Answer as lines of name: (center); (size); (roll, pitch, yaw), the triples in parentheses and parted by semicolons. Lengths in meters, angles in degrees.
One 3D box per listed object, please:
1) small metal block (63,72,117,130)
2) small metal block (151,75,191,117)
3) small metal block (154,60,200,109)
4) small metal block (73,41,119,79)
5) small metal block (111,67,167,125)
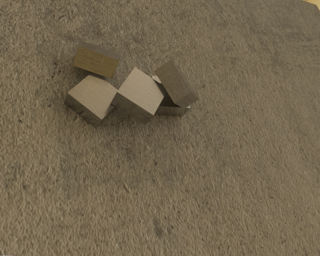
small metal block: (-0.081, -0.035, 0.384); (0.050, 0.025, 0.050); (39, 51, -3)
small metal block: (0.010, -0.044, 0.440); (0.050, 0.025, 0.050); (2, 61, -28)
small metal block: (0.023, -0.056, 0.405); (0.050, 0.025, 0.050); (59, 13, 14)
small metal block: (-0.083, -0.089, 0.401); (0.050, 0.025, 0.050); (17, 18, -19)
small metal block: (-0.025, -0.040, 0.384); (0.050, 0.025, 0.050); (33, 51, -7)
